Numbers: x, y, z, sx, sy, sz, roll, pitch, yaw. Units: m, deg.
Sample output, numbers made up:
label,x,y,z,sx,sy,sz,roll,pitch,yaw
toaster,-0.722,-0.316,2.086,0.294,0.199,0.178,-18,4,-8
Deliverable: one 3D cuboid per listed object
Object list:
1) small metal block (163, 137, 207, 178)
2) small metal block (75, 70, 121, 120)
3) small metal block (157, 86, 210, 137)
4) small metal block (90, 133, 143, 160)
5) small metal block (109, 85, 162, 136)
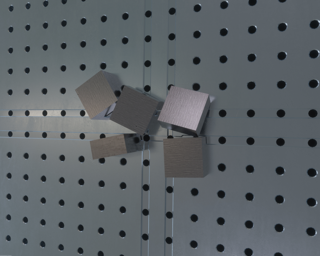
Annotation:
label,x,y,z,sx,sy,sz,roll,pitch,yaw
small metal block,0.033,0.037,0.401,0.050,0.025,0.050,-3,89,20
small metal block,-0.085,-0.046,0.443,0.050,0.025,0.050,-33,79,17
small metal block,0.031,-0.021,0.393,0.050,0.025,0.050,16,73,19
small metal block,-0.058,0.024,0.420,0.050,0.050,0.025,-12,86,20
small metal block,-0.033,-0.024,0.419,0.050,0.025,0.050,26,99,5
